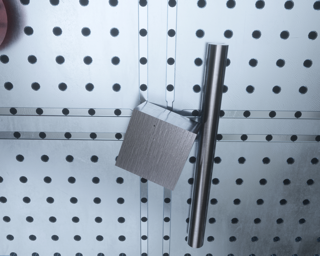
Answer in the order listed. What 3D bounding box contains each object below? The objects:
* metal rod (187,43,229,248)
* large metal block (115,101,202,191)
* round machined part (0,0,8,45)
[{"bbox_3d":[0.063,0.038,0.427,0.025,0.025,0.298,3,110,-1],"label":"metal rod"},{"bbox_3d":[-0.001,0.021,0.398,0.080,0.050,0.079,23,109,7],"label":"large metal block"},{"bbox_3d":[-0.224,-0.129,0.354,0.099,0.042,0.097,0,110,0],"label":"round machined part"}]
